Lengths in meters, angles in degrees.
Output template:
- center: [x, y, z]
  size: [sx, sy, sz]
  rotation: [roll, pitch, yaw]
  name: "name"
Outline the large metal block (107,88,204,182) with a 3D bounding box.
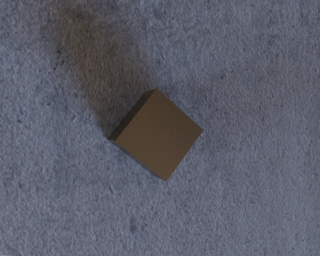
- center: [-0.007, 0.009, 0.394]
  size: [0.080, 0.050, 0.080]
  rotation: [41, 77, -16]
  name: "large metal block"
